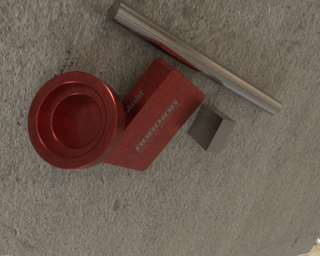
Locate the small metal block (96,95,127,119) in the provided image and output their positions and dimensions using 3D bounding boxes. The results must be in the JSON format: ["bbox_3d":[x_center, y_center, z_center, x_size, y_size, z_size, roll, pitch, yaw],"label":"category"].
[{"bbox_3d":[-0.048,-0.012,0.374,0.050,0.025,0.050,1,118,-29],"label":"small metal block"}]

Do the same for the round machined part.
[{"bbox_3d":[-0.083,-0.006,0.324,0.098,0.098,0.042,-48,165,5],"label":"round machined part"}]

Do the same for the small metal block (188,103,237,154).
[{"bbox_3d":[0.071,0.000,0.432,0.025,0.050,0.050,12,112,-34],"label":"small metal block"}]

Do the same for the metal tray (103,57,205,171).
[{"bbox_3d":[-0.012,-0.010,0.375,0.130,0.030,0.090,-51,147,8],"label":"metal tray"}]

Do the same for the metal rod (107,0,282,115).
[{"bbox_3d":[0.067,-0.075,0.399,0.302,0.025,0.025,21,107,-36],"label":"metal rod"}]
